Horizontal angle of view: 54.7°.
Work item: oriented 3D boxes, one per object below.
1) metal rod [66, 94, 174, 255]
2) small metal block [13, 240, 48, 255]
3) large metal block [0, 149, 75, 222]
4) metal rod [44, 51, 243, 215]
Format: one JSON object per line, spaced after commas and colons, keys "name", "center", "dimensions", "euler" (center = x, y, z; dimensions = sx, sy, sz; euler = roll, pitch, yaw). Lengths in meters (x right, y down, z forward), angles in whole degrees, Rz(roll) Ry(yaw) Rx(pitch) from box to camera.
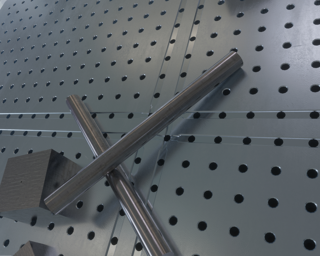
{"name": "metal rod", "center": [-0.069, 0.046, 0.416], "dimensions": [0.025, 0.025, 0.300], "euler": [-40, 51, 1]}
{"name": "small metal block", "center": [-0.165, 0.179, 0.385], "dimensions": [0.050, 0.025, 0.050], "euler": [-44, 51, -2]}
{"name": "large metal block", "center": [-0.174, 0.082, 0.433], "dimensions": [0.080, 0.050, 0.080], "euler": [-12, 56, 21]}
{"name": "metal rod", "center": [-0.015, 0.001, 0.392], "dimensions": [0.301, 0.025, 0.025], "euler": [-39, 51, -7]}
